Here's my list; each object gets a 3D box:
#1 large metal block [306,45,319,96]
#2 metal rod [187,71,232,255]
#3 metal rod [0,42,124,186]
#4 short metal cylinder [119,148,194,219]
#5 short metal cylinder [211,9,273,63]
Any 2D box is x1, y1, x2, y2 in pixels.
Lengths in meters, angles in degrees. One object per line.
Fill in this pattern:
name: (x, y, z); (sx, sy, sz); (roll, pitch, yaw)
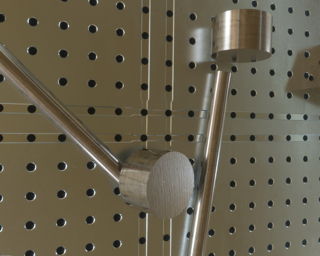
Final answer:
large metal block: (0.300, -0.090, 0.510); (0.080, 0.050, 0.080); (21, 83, -19)
metal rod: (0.067, 0.068, 0.437); (0.025, 0.025, 0.298); (10, 87, -20)
metal rod: (-0.141, -0.038, 0.360); (0.300, 0.025, 0.025); (47, 76, -14)
short metal cylinder: (-0.003, 0.067, 0.383); (0.081, 0.050, 0.079); (-3, 94, -44)
short metal cylinder: (0.111, -0.123, 0.424); (0.081, 0.080, 0.050); (3, 89, -20)
